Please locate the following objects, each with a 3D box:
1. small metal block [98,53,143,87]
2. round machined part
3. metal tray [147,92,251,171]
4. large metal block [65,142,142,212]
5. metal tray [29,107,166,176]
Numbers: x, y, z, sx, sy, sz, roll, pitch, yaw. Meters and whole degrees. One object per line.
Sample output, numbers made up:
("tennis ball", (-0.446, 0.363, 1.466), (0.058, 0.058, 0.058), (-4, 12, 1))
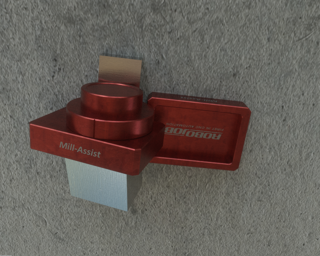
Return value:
("small metal block", (-0.049, -0.064, 0.387), (0.050, 0.025, 0.050), (6, 110, -3))
("round machined part", (-0.055, -0.024, 0.351), (0.099, 0.098, 0.042), (6, 110, -3))
("metal tray", (0.045, 0.005, 0.411), (0.131, 0.030, 0.089), (6, 110, -3))
("large metal block", (-0.069, 0.051, 0.395), (0.080, 0.050, 0.079), (12, 124, 14))
("metal tray", (-0.069, 0.008, 0.360), (0.131, 0.090, 0.030), (13, 111, 14))
